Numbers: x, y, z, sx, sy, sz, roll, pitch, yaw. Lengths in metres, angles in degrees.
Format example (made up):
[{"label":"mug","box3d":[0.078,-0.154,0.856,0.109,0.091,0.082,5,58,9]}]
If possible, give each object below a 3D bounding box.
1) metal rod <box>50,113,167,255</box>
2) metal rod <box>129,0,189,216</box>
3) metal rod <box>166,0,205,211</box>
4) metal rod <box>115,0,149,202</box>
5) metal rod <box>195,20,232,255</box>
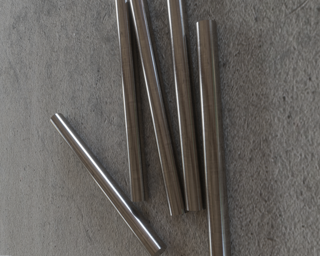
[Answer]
[{"label":"metal rod","box3d":[-0.093,0.073,0.481,0.300,0.025,0.025,44,117,31]},{"label":"metal rod","box3d":[-0.004,-0.039,0.407,0.025,0.025,0.299,-18,79,38]},{"label":"metal rod","box3d":[0.030,-0.052,0.380,0.025,0.025,0.298,-9,85,40]},{"label":"metal rod","box3d":[-0.041,-0.049,0.438,0.025,0.025,0.298,-9,85,40]},{"label":"metal rod","box3d":[0.061,0.028,0.354,0.025,0.025,0.298,-5,87,40]}]
